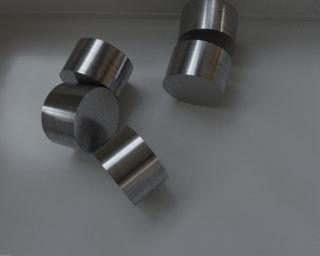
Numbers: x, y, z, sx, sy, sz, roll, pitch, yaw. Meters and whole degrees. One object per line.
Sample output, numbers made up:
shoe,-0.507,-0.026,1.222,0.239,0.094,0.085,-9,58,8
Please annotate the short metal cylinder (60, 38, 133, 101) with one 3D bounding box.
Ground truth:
short metal cylinder,-0.082,-0.072,0.406,0.080,0.080,0.050,20,71,7

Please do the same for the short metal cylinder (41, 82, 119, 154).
short metal cylinder,-0.094,-0.013,0.377,0.050,0.080,0.080,12,69,27

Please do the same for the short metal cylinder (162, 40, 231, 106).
short metal cylinder,0.049,-0.070,0.407,0.080,0.080,0.050,15,71,5

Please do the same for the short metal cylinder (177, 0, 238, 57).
short metal cylinder,0.066,-0.133,0.430,0.080,0.080,0.050,8,70,2

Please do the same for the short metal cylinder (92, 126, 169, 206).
short metal cylinder,-0.035,0.044,0.364,0.050,0.080,0.080,-38,75,-13
